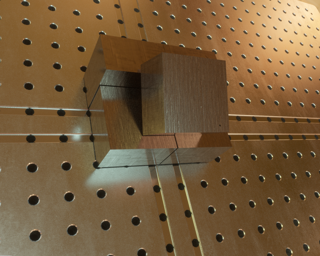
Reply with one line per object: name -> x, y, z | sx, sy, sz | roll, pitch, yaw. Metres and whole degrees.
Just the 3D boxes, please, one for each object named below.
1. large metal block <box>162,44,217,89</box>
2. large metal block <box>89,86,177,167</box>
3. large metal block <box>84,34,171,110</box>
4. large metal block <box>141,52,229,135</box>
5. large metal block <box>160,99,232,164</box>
large metal block -> 0.028, -0.064, 0.427 | 0.081, 0.080, 0.050 | 1, 62, -28
large metal block -> -0.035, -0.001, 0.373 | 0.081, 0.050, 0.080 | 1, 62, -28
large metal block -> -0.044, -0.065, 0.389 | 0.081, 0.080, 0.050 | 1, 62, -28
large metal block -> 0.027, -0.033, 0.343 | 0.081, 0.050, 0.080 | 0, 86, -29
large metal block -> 0.038, 0.000, 0.411 | 0.081, 0.050, 0.080 | 1, 62, -28
